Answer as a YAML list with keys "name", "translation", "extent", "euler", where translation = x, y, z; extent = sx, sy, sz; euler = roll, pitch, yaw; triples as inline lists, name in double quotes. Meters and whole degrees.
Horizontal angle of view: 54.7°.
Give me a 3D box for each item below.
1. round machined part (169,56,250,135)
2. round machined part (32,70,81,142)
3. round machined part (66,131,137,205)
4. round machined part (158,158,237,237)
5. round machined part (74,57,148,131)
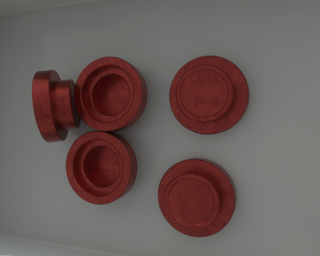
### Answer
- name: "round machined part"
  translation: [0.058, -0.041, 0.381]
  extent: [0.098, 0.042, 0.097]
  euler: [0, 90, 19]
- name: "round machined part"
  translation: [-0.136, -0.031, 0.424]
  extent: [0.042, 0.098, 0.097]
  euler: [-7, 88, -5]
- name: "round machined part"
  translation: [-0.076, 0.052, 0.427]
  extent: [0.098, 0.042, 0.097]
  euler: [0, 90, 19]
- name: "round machined part"
  translation: [0.043, 0.088, 0.386]
  extent: [0.098, 0.042, 0.097]
  euler: [0, 90, 19]
- name: "round machined part"
  translation: [-0.063, -0.044, 0.421]
  extent: [0.098, 0.042, 0.097]
  euler: [-1, 87, 17]
